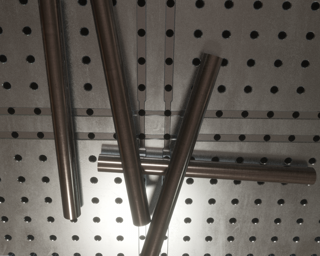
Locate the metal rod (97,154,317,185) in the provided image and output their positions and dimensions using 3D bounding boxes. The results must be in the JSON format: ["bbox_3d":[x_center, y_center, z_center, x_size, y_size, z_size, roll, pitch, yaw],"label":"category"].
[{"bbox_3d":[0.066,0.058,0.435,0.302,0.025,0.025,4,110,-2],"label":"metal rod"}]

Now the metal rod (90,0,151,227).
[{"bbox_3d":[-0.047,-0.015,0.389,0.025,0.025,0.298,-8,103,2],"label":"metal rod"}]

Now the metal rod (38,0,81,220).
[{"bbox_3d":[-0.129,-0.012,0.407,0.025,0.025,0.298,0,110,-1],"label":"metal rod"}]

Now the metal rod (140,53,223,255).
[{"bbox_3d":[0.023,0.052,0.407,0.025,0.025,0.298,16,99,-6],"label":"metal rod"}]
